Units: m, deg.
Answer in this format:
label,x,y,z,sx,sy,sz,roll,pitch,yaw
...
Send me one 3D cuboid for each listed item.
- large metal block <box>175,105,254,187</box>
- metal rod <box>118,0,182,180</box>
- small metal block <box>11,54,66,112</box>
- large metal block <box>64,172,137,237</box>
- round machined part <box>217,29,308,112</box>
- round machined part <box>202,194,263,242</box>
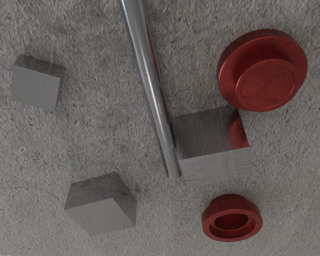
label,x,y,z,sx,sy,sz,roll,pitch,yaw
large metal block,0.066,0.021,0.389,0.080,0.080,0.050,-12,129,10
metal rod,-0.007,-0.044,0.369,0.025,0.025,0.298,-9,130,7
small metal block,-0.142,-0.052,0.362,0.050,0.025,0.050,15,129,-13
large metal block,-0.091,0.123,0.495,0.080,0.050,0.080,-17,128,14
round machined part,0.116,-0.057,0.349,0.099,0.042,0.097,0,130,0
round machined part,0.119,0.149,0.524,0.099,0.042,0.097,0,130,0
